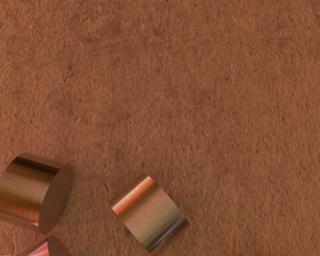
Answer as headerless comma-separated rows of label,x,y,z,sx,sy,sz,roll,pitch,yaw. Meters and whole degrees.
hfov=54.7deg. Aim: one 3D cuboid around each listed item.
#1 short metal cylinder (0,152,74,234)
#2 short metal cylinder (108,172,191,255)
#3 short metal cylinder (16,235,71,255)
short metal cylinder,-0.139,0.072,0.351,0.050,0.080,0.080,15,71,5
short metal cylinder,-0.012,0.096,0.344,0.050,0.080,0.080,-40,75,-13
short metal cylinder,-0.118,0.160,0.319,0.050,0.080,0.080,-30,73,-10
